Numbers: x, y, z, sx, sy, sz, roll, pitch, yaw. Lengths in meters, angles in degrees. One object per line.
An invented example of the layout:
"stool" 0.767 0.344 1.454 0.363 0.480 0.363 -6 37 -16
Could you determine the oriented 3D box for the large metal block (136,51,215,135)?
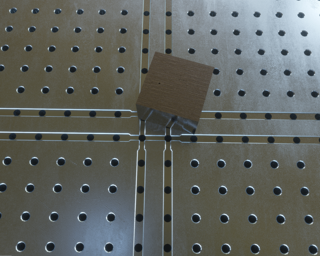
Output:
"large metal block" 0.020 -0.046 0.416 0.080 0.050 0.080 16 71 5
